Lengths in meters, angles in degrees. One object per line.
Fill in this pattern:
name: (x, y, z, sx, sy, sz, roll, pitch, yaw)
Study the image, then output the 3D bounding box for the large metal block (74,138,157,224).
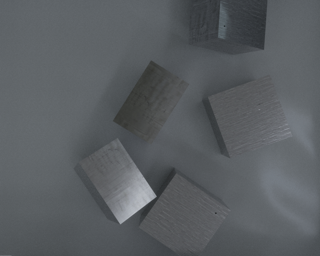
large metal block: (-0.058, 0.065, 0.377, 0.050, 0.080, 0.080, -34, 91, -23)

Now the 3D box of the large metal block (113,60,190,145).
large metal block: (-0.010, -0.029, 0.384, 0.050, 0.080, 0.080, 32, 90, -1)

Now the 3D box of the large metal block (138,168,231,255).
large metal block: (0.030, 0.110, 0.399, 0.080, 0.050, 0.080, 35, 90, -1)

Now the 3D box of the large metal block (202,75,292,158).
large metal block: (0.109, -0.014, 0.400, 0.080, 0.050, 0.080, -20, 90, -1)

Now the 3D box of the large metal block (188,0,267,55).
large metal block: (0.084, -0.139, 0.380, 0.081, 0.050, 0.079, 2, 93, -35)
